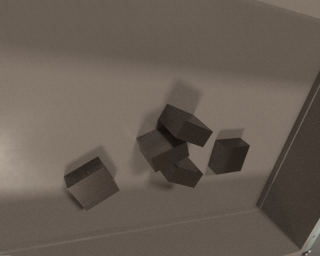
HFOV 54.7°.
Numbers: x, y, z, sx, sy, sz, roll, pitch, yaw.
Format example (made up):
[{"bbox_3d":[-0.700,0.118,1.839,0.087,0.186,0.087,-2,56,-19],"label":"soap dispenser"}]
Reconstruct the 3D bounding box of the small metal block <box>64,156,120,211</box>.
[{"bbox_3d":[-0.089,0.073,0.407,0.050,0.025,0.050,-31,129,-9],"label":"small metal block"}]

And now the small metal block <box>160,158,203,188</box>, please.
[{"bbox_3d":[0.025,0.056,0.443,0.050,0.050,0.025,21,107,-36],"label":"small metal block"}]

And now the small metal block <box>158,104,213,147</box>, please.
[{"bbox_3d":[0.033,-0.003,0.410,0.050,0.050,0.025,20,107,-36],"label":"small metal block"}]

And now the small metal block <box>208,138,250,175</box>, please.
[{"bbox_3d":[0.111,0.045,0.499,0.050,0.025,0.050,-3,120,-27],"label":"small metal block"}]

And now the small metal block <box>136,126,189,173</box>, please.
[{"bbox_3d":[0.003,0.025,0.411,0.050,0.050,0.025,-24,128,-14],"label":"small metal block"}]
